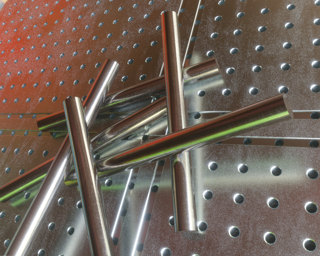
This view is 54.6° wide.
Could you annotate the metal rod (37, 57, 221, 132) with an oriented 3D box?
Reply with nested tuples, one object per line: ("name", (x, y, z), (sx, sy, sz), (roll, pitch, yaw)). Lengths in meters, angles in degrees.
("metal rod", (-0.058, -0.044, 0.467), (0.300, 0.025, 0.025), (-16, 55, 19))

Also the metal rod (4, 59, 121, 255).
("metal rod", (-0.125, 0.034, 0.420), (0.025, 0.025, 0.300), (9, 66, 32))

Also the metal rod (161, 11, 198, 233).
("metal rod", (0.021, -0.026, 0.390), (0.025, 0.025, 0.299), (-13, 63, 21))

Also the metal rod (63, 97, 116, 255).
("metal rod", (-0.076, 0.093, 0.357), (0.025, 0.025, 0.299), (-25, 64, 13))

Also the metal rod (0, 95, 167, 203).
("metal rod", (-0.112, 0.033, 0.448), (0.300, 0.025, 0.025), (-28, 52, 10))

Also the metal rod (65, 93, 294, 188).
("metal rod", (-0.005, 0.025, 0.354), (0.300, 0.025, 0.025), (-21, 53, 32))
